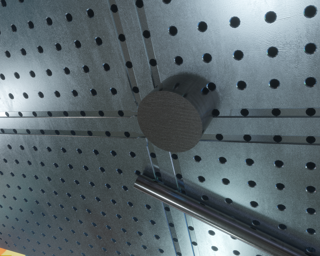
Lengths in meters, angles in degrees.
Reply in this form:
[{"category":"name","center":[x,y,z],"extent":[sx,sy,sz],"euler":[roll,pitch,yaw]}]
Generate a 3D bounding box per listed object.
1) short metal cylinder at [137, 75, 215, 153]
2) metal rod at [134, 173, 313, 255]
[{"category":"short metal cylinder","center":[0.020,-0.017,0.373],"extent":[0.080,0.050,0.079],"euler":[13,124,20]},{"category":"metal rod","center":[0.100,0.140,0.444],"extent":[0.301,0.025,0.025],"euler":[24,127,13]}]
